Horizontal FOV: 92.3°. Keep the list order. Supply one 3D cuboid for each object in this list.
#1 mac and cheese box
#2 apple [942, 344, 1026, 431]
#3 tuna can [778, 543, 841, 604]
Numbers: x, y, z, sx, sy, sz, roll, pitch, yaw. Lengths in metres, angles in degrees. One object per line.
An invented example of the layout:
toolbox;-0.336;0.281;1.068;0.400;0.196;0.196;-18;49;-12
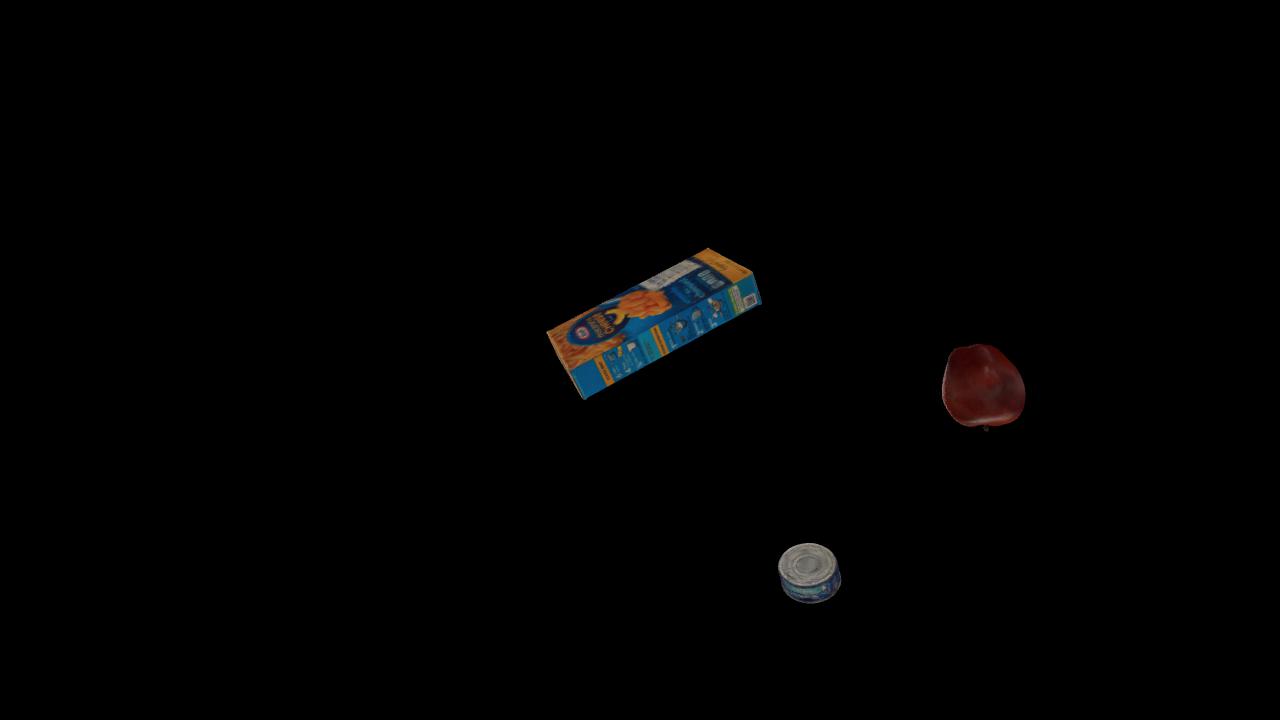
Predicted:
mac and cheese box;0.010;-0.039;0.574;0.184;0.041;0.093;-28;32;-8
apple;0.365;0.030;0.657;0.079;0.093;0.079;-2;-16;-1
tuna can;0.239;0.300;0.870;0.084;0.034;0.084;-15;25;7
